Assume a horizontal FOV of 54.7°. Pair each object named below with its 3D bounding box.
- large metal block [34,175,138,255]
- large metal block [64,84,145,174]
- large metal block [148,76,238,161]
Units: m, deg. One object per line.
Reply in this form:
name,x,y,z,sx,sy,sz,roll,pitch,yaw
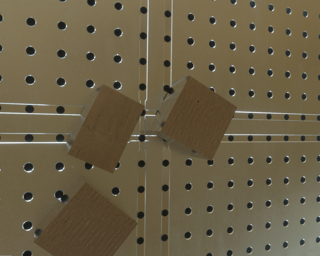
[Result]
large metal block,-0.088,0.116,0.368,0.080,0.050,0.080,43,76,-15
large metal block,-0.068,0.001,0.359,0.050,0.080,0.080,28,81,-18
large metal block,0.043,-0.012,0.417,0.080,0.050,0.080,30,80,-18
